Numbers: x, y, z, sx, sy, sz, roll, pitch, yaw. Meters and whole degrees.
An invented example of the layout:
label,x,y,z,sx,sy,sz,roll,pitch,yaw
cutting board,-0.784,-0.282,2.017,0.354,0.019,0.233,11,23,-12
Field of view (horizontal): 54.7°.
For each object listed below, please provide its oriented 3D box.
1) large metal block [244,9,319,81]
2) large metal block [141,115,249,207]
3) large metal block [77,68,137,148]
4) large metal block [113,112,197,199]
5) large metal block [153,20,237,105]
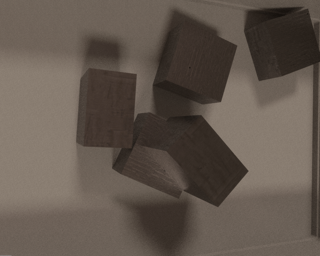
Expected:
label,x,y,z,sx,sy,sz,roll,pitch,yaw
large metal block,0.185,-0.124,0.467,0.081,0.050,0.080,-21,98,-19
large metal block,0.035,0.033,0.342,0.050,0.080,0.080,-46,105,-14
large metal block,-0.065,-0.020,0.358,0.050,0.080,0.079,4,89,-20
large metal block,-0.003,0.034,0.397,0.080,0.050,0.080,27,81,-19
large metal block,0.046,-0.084,0.415,0.081,0.050,0.080,19,84,-20
